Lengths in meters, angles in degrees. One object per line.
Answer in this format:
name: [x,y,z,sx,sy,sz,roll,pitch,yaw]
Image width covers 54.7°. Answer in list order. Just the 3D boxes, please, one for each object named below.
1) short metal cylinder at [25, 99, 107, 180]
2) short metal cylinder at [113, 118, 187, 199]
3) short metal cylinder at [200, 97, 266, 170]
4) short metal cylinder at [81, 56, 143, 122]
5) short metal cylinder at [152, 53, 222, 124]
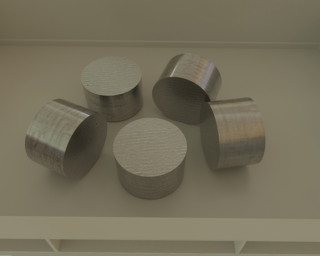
short metal cylinder: [-0.104,0.012,0.355,0.050,0.080,0.080,21,53,17]
short metal cylinder: [-0.011,0.034,0.357,0.081,0.050,0.080,0,50,0]
short metal cylinder: [0.082,0.006,0.363,0.050,0.080,0.080,-7,51,-6]
short metal cylinder: [-0.065,-0.055,0.432,0.081,0.050,0.080,0,50,0]
short metal cylinder: [0.036,-0.052,0.413,0.080,0.080,0.050,17,52,13]
